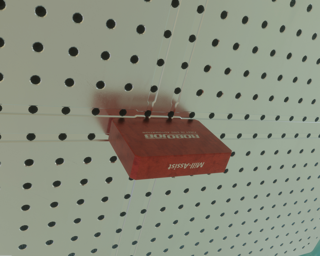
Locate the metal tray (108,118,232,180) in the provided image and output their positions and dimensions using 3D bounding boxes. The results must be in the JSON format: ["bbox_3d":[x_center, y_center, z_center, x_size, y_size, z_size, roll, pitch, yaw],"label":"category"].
[{"bbox_3d":[0.012,0.022,0.388,0.131,0.090,0.030,0,119,-28],"label":"metal tray"}]
